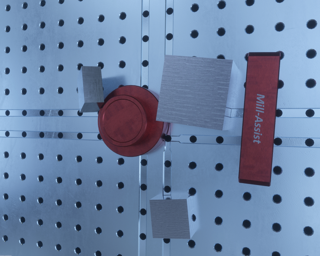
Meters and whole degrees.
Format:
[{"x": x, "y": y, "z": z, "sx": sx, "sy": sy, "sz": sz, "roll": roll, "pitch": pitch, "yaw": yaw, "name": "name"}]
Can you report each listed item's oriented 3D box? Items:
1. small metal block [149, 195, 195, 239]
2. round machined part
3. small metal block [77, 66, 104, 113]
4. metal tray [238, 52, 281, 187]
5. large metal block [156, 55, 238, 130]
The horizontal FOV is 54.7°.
[{"x": 0.016, "y": 0.116, "z": 0.406, "sx": 0.050, "sy": 0.025, "sz": 0.050, "roll": -6, "pitch": 88, "yaw": 19, "name": "small metal block"}, {"x": -0.042, "y": -0.009, "z": 0.417, "sx": 0.098, "sy": 0.042, "sz": 0.097, "roll": 0, "pitch": 90, "yaw": 19, "name": "round machined part"}, {"x": -0.097, "y": -0.052, "z": 0.427, "sx": 0.025, "sy": 0.050, "sz": 0.050, "roll": -3, "pitch": 79, "yaw": -22, "name": "small metal block"}, {"x": 0.110, "y": -0.009, "z": 0.339, "sx": 0.030, "sy": 0.090, "sz": 0.129, "roll": 4, "pitch": 92, "yaw": 20, "name": "metal tray"}, {"x": 0.047, "y": -0.043, "z": 0.382, "sx": 0.080, "sy": 0.050, "sz": 0.079, "roll": 9, "pitch": 93, "yaw": 19, "name": "large metal block"}]
